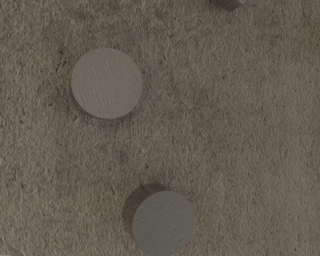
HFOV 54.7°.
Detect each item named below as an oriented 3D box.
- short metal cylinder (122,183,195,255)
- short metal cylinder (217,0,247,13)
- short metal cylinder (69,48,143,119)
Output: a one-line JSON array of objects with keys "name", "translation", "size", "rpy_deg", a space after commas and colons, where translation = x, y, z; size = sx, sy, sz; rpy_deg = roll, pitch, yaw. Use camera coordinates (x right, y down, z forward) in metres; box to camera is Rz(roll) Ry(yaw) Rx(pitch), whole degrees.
[{"name": "short metal cylinder", "translation": [-0.003, 0.115, 0.395], "size": [0.081, 0.050, 0.080], "rpy_deg": [0, 90, -20]}, {"name": "short metal cylinder", "translation": [0.105, -0.205, 0.418], "size": [0.050, 0.080, 0.080], "rpy_deg": [41, 77, -16]}, {"name": "short metal cylinder", "translation": [-0.067, -0.050, 0.371], "size": [0.081, 0.050, 0.080], "rpy_deg": [0, 90, -20]}]
